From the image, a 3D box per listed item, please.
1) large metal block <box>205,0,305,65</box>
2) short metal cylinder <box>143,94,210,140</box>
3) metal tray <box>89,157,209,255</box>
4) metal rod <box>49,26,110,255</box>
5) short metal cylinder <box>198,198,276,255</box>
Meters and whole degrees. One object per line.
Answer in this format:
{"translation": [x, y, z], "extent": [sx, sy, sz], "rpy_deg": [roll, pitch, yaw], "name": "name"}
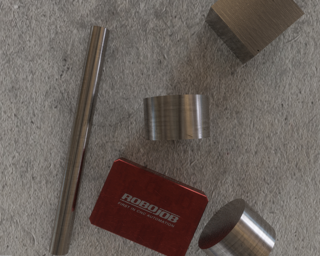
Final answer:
{"translation": [0.118, -0.142, 0.398], "extent": [0.080, 0.050, 0.080], "rpy_deg": [-41, 90, 0], "name": "large metal block"}
{"translation": [0.021, -0.012, 0.383], "extent": [0.081, 0.080, 0.050], "rpy_deg": [-3, 90, 0], "name": "short metal cylinder"}
{"translation": [-0.014, 0.104, 0.407], "extent": [0.131, 0.030, 0.090], "rpy_deg": [23, 90, 0], "name": "metal tray"}
{"translation": [-0.106, 0.016, 0.408], "extent": [0.025, 0.025, 0.298], "rpy_deg": [11, 90, 0], "name": "metal rod"}
{"translation": [0.094, 0.134, 0.383], "extent": [0.050, 0.080, 0.080], "rpy_deg": [44, 90, 0], "name": "short metal cylinder"}
